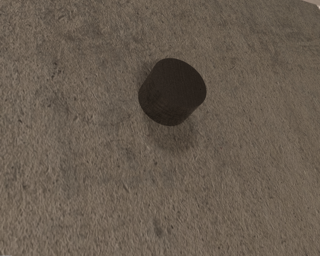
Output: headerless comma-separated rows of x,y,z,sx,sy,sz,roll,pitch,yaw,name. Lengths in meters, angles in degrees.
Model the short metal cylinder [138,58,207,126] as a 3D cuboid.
0.017,-0.049,0.428,0.081,0.050,0.080,14,56,-21,short metal cylinder
